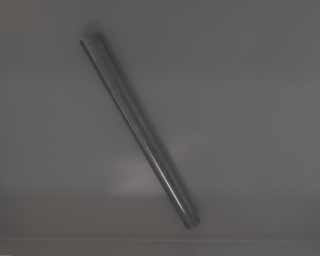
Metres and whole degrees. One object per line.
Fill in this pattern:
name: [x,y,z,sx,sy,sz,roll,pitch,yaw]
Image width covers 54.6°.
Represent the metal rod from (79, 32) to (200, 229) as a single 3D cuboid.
metal rod: [-0.019,0.017,0.417,0.025,0.025,0.299,-25,108,9]
